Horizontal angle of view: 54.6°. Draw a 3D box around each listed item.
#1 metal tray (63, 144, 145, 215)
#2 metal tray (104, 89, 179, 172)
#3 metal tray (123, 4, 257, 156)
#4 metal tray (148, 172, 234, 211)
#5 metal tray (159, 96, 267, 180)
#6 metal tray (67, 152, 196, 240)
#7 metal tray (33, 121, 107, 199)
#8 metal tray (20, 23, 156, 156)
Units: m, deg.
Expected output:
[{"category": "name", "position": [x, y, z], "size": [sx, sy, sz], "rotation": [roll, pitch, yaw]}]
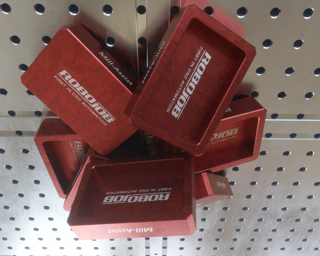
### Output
[{"category": "metal tray", "position": [-0.073, 0.081, 0.436], "size": [0.090, 0.030, 0.129], "rotation": [21, 127, -17]}, {"category": "metal tray", "position": [-0.019, 0.009, 0.415], "size": [0.090, 0.030, 0.129], "rotation": [-5, 128, 1]}, {"category": "metal tray", "position": [0.031, -0.047, 0.325], "size": [0.090, 0.030, 0.130], "rotation": [27, 92, -21]}, {"category": "metal tray", "position": [0.046, 0.096, 0.446], "size": [0.090, 0.030, 0.130], "rotation": [-23, 160, 19]}, {"category": "metal tray", "position": [0.066, 0.017, 0.399], "size": [0.131, 0.030, 0.090], "rotation": [-15, 131, -10]}, {"category": "metal tray", "position": [-0.027, 0.074, 0.347], "size": [0.130, 0.090, 0.030], "rotation": [-6, 130, 11]}, {"category": "metal tray", "position": [-0.115, 0.049, 0.449], "size": [0.090, 0.030, 0.129], "rotation": [-4, 129, 2]}, {"category": "metal tray", "position": [-0.079, -0.039, 0.352], "size": [0.090, 0.030, 0.130], "rotation": [-38, 106, 27]}]
